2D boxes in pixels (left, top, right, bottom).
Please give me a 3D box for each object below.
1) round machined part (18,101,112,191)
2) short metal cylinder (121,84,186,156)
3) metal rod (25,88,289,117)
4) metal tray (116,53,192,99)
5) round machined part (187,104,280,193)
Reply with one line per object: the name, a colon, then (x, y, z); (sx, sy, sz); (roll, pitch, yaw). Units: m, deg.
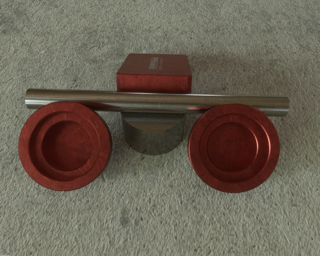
round machined part: (-0.104, 0.020, 0.355); (0.099, 0.042, 0.097); (0, 88, -1)
short metal cylinder: (-0.008, -0.011, 0.398); (0.081, 0.050, 0.080); (0, 50, 0)
metal rod: (-0.004, -0.030, 0.366); (0.302, 0.025, 0.025); (2, 50, 1)
metal tray: (-0.005, -0.076, 0.430); (0.091, 0.030, 0.130); (2, 24, 1)
round machined part: (0.080, 0.021, 0.354); (0.099, 0.042, 0.097); (0, 93, 0)
